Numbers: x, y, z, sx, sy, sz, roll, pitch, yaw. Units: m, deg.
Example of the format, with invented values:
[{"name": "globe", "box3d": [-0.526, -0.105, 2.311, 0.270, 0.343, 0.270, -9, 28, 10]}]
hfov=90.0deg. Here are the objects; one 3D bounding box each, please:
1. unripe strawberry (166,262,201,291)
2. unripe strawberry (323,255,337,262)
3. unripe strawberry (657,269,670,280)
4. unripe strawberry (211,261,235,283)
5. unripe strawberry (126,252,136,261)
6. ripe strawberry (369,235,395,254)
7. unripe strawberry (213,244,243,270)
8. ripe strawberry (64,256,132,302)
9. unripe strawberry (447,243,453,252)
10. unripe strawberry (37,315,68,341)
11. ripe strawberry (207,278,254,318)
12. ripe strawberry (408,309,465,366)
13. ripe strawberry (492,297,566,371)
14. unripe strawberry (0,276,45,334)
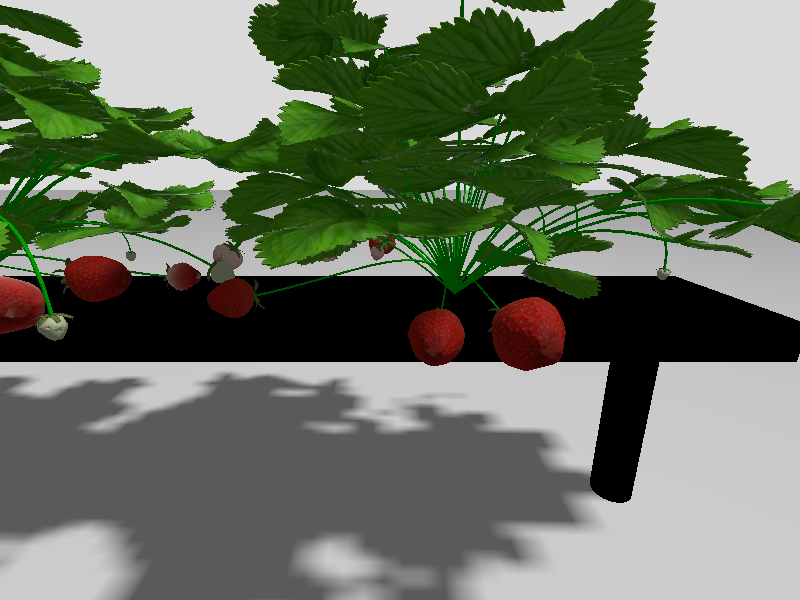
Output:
[{"name": "unripe strawberry", "box3d": [-0.198, -0.021, 0.368, 0.026, 0.026, 0.029, 0, 17, -3]}, {"name": "unripe strawberry", "box3d": [-0.089, -0.058, 0.495, 0.024, 0.021, 0.024, -16, 19, -42]}, {"name": "unripe strawberry", "box3d": [0.262, -0.025, 0.398, 0.010, 0.011, 0.011, -3, 17, -10]}, {"name": "unripe strawberry", "box3d": [-0.172, -0.026, 0.390, 0.022, 0.022, 0.024, 31, 10, -16]}, {"name": "unripe strawberry", "box3d": [-0.331, -0.053, 0.492, 0.011, 0.011, 0.011, 9, 19, 26]}, {"name": "ripe strawberry", "box3d": [-0.025, -0.077, 0.538, 0.037, 0.032, 0.037, -7, 5, -21]}, {"name": "unripe strawberry", "box3d": [-0.195, -0.046, 0.449, 0.033, 0.032, 0.030, -44, -3, 26]}, {"name": "ripe strawberry", "box3d": [-0.249, -0.018, 0.334, 0.045, 0.038, 0.044, 3, 17, 9]}, {"name": "unripe strawberry", "box3d": [0.065, -0.070, 0.532, 0.011, 0.011, 0.010, 1, 17, 5]}, {"name": "unripe strawberry", "box3d": [-0.216, 0.018, 0.249, 0.017, 0.016, 0.015, 10, 20, 31]}, {"name": "ripe strawberry", "box3d": [-0.126, -0.001, 0.298, 0.032, 0.028, 0.032, -7, 18, -19]}, {"name": "ripe strawberry", "box3d": [0.019, 0.022, 0.221, 0.031, 0.033, 0.034, 3, 18, 11]}, {"name": "ripe strawberry", "box3d": [0.070, 0.020, 0.215, 0.039, 0.041, 0.042, -2, 18, -8]}, {"name": "unripe strawberry", "box3d": [-0.260, 0.004, 0.263, 0.045, 0.038, 0.045, 12, 21, 34]}]
